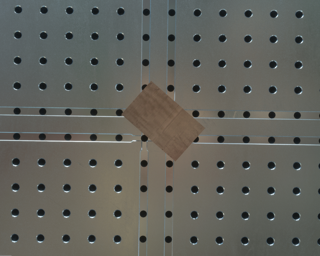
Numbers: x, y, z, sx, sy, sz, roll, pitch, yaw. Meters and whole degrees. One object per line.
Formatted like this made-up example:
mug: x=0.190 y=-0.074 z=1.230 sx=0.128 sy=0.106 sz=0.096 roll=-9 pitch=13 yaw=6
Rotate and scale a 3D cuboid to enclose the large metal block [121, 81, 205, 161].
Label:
large metal block: x=0.004 y=-0.008 z=0.386 sx=0.080 sy=0.080 sz=0.050 roll=41 pitch=90 yaw=-1
